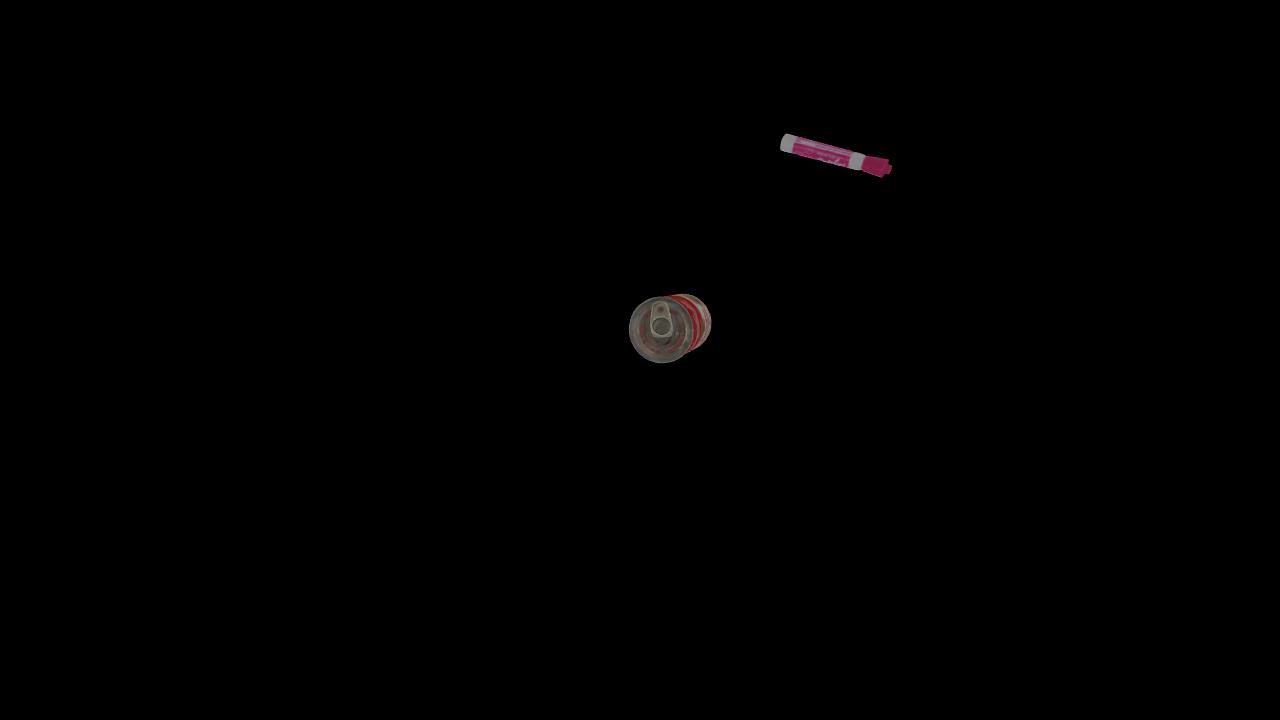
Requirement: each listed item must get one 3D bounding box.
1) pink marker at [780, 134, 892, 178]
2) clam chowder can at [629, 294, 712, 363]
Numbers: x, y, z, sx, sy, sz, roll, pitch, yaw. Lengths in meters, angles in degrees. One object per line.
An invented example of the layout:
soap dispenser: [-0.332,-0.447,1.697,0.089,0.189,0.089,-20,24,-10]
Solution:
pink marker: [0.210,-0.220,0.662,0.121,0.020,0.020,25,11,25]
clam chowder can: [0.035,-0.036,0.661,0.068,0.068,0.102,0,8,17]
